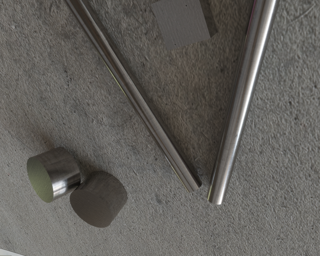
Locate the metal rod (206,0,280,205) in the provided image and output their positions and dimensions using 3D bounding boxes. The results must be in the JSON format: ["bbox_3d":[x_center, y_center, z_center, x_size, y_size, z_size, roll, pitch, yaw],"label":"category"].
[{"bbox_3d":[0.088,-0.028,0.343,0.025,0.025,0.298,18,126,18],"label":"metal rod"}]

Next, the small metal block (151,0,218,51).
[{"bbox_3d":[0.026,-0.114,0.323,0.050,0.025,0.050,-8,115,31],"label":"small metal block"}]

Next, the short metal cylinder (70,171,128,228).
[{"bbox_3d":[-0.102,0.119,0.518,0.080,0.050,0.079,13,124,20],"label":"short metal cylinder"}]

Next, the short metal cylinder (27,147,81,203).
[{"bbox_3d":[-0.178,0.077,0.518,0.080,0.050,0.079,18,119,37],"label":"short metal cylinder"}]

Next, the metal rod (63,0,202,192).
[{"bbox_3d":[-0.030,-0.041,0.397,0.025,0.025,0.299,-22,107,36],"label":"metal rod"}]
